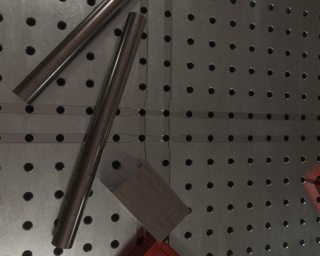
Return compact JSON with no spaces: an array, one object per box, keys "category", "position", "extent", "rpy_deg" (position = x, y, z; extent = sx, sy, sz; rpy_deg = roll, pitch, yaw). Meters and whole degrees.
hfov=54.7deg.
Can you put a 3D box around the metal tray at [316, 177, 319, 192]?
[{"category":"metal tray","position":[0.341,0.096,0.538],"extent":[0.131,0.030,0.090],"rpy_deg":[-33,101,-17]}]

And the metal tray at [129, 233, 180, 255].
[{"category":"metal tray","position":[0.006,0.216,0.413],"extent":[0.090,0.030,0.130],"rpy_deg":[-47,105,-14]}]

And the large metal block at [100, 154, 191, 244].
[{"category":"large metal block","position":[-0.021,0.081,0.377],"extent":[0.050,0.080,0.080],"rpy_deg":[-43,104,-15]}]

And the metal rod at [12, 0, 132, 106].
[{"category":"metal rod","position":[-0.067,-0.147,0.388],"extent":[0.025,0.025,0.300],"rpy_deg":[43,76,-16]}]

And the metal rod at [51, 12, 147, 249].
[{"category":"metal rod","position":[-0.073,-0.002,0.386],"extent":[0.025,0.025,0.299],"rpy_deg":[20,83,-19]}]
